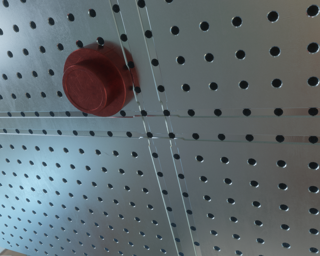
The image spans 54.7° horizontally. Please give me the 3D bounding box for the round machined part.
[{"bbox_3d":[-0.089,-0.058,0.412,0.098,0.042,0.097,13,124,21],"label":"round machined part"}]
